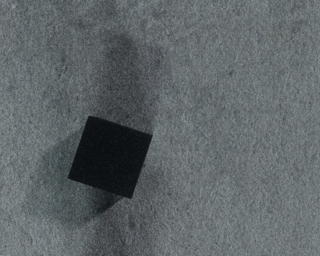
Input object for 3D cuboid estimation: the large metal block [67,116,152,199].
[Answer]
[{"bbox_3d":[-0.060,0.035,0.397,0.080,0.050,0.080,18,90,-1],"label":"large metal block"}]
